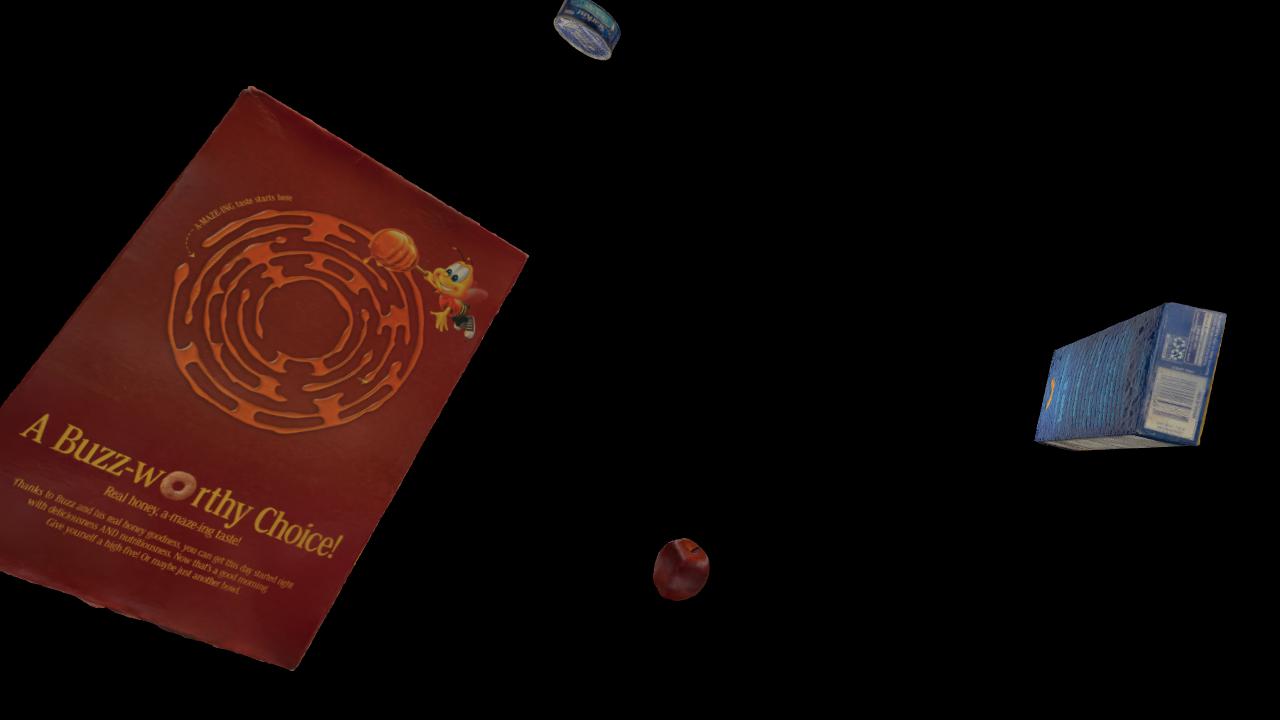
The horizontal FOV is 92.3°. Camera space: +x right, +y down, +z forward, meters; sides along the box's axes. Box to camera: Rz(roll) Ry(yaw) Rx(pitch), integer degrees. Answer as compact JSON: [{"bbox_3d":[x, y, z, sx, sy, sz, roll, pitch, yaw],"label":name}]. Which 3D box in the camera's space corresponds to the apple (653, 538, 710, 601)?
[{"bbox_3d":[0.060,0.305,0.896,0.079,0.093,0.079,27,17,-9],"label":"apple"}]

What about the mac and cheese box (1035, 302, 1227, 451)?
[{"bbox_3d":[0.374,0.023,0.486,0.041,0.093,0.184,13,-5,16],"label":"mac and cheese box"}]

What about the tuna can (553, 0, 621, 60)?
[{"bbox_3d":[-0.067,-0.430,0.798,0.084,0.034,0.084,28,2,-1],"label":"tuna can"}]

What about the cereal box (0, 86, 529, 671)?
[{"bbox_3d":[-0.234,0.008,0.402,0.203,0.306,0.081,30,-16,-18],"label":"cereal box"}]
